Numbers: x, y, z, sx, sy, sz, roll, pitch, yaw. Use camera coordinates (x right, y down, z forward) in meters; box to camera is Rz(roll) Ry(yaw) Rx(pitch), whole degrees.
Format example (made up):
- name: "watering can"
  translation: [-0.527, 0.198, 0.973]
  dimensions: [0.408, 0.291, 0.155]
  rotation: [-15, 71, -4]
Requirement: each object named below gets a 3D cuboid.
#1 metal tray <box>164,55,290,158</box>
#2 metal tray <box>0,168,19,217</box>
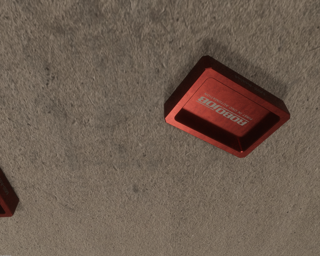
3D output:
- name: "metal tray"
  translation: [0.082, -0.021, 0.387]
  dimensions: [0.131, 0.030, 0.090]
  rotation: [25, 125, -21]
- name: "metal tray"
  translation: [-0.286, 0.089, 0.474]
  dimensions: [0.091, 0.030, 0.129]
  rotation: [-3, 130, 2]
